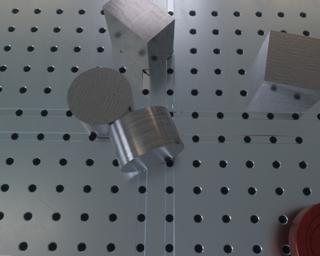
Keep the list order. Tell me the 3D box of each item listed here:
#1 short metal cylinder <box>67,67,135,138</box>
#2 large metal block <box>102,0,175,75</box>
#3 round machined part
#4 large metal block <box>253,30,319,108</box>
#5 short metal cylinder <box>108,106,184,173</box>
[{"bbox_3d":[-0.075,-0.033,0.410,0.081,0.050,0.080,0,70,0],"label":"short metal cylinder"},{"bbox_3d":[-0.027,-0.133,0.431,0.080,0.080,0.050,42,75,13],"label":"large metal block"},{"bbox_3d":[0.196,0.135,0.354,0.099,0.042,0.098,0,70,0],"label":"round machined part"},{"bbox_3d":[0.181,-0.081,0.429,0.080,0.050,0.080,12,70,4],"label":"large metal block"},{"bbox_3d":[-0.017,0.015,0.377,0.080,0.080,0.050,-20,72,-7],"label":"short metal cylinder"}]
